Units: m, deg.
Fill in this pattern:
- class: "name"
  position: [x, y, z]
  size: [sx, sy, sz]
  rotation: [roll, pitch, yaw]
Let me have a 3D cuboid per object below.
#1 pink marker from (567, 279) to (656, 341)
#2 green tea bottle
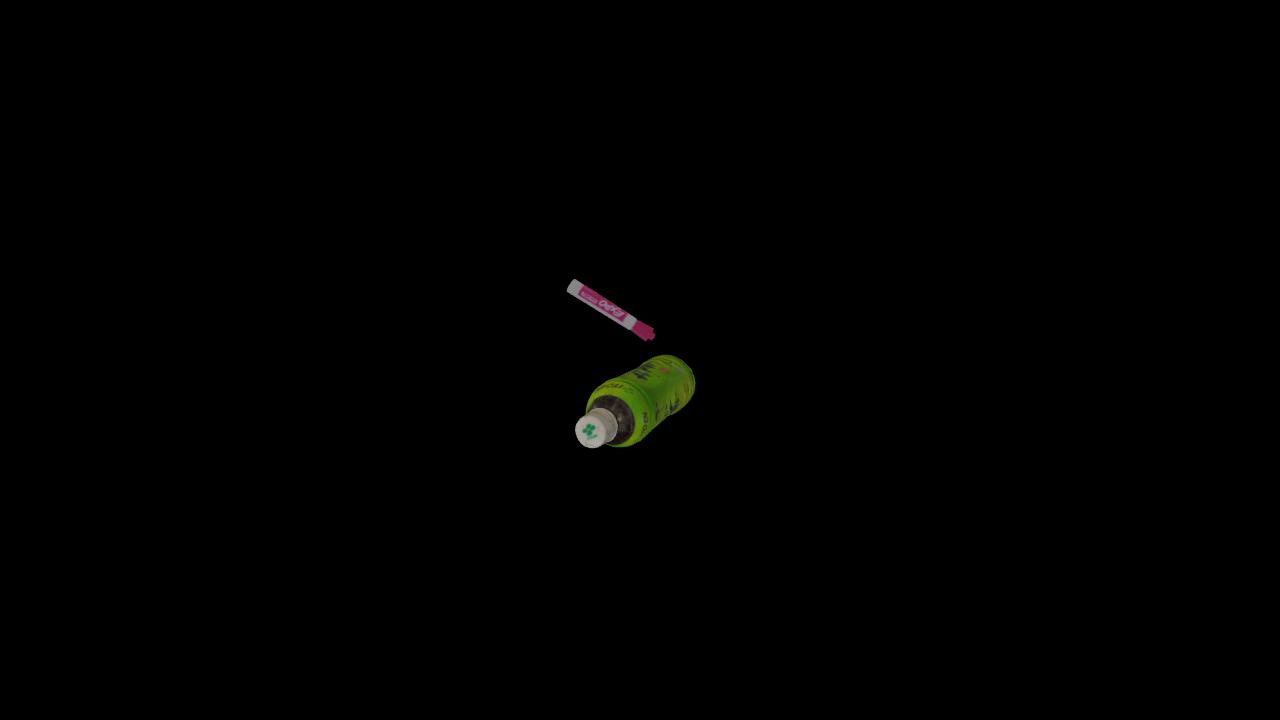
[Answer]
- class: "pink marker"
  position: [-0.034, -0.059, 0.749]
  size: [0.121, 0.020, 0.020]
  rotation: [32, 1, 2]
- class: "green tea bottle"
  position: [-0.005, 0.046, 0.638]
  size: [0.073, 0.073, 0.212]
  rotation: [0, 12, 23]
